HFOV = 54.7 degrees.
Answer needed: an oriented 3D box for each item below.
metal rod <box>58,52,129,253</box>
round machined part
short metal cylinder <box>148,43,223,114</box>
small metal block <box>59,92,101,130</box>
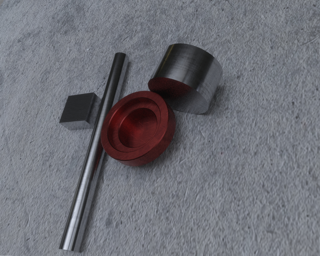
[{"bbox_3d":[-0.086,0.016,0.439,0.025,0.025,0.300,-4,60,26],"label":"metal rod"},{"bbox_3d":[-0.024,0.004,0.401,0.098,0.042,0.098,-13,58,23],"label":"round machined part"},{"bbox_3d":[0.032,-0.060,0.389,0.080,0.080,0.050,13,68,33],"label":"short metal cylinder"},{"bbox_3d":[-0.123,-0.025,0.484,0.050,0.025,0.050,-4,60,26],"label":"small metal block"}]
